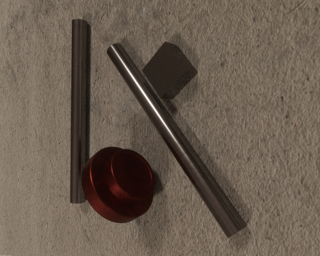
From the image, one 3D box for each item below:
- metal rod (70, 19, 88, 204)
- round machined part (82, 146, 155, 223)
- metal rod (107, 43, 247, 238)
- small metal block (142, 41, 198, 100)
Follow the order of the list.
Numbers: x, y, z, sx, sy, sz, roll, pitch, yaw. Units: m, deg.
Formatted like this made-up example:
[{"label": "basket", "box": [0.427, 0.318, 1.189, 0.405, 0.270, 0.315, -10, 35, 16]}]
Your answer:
[{"label": "metal rod", "box": [-0.134, -0.027, 0.512, 0.025, 0.025, 0.298, 1, 91, 39]}, {"label": "round machined part", "box": [-0.045, 0.066, 0.393, 0.042, 0.099, 0.098, -38, 67, 33]}, {"label": "metal rod", "box": [0.008, -0.001, 0.396, 0.025, 0.025, 0.299, -48, 62, 29]}, {"label": "small metal block", "box": [0.012, -0.072, 0.394, 0.050, 0.025, 0.050, -46, 63, 30]}]
